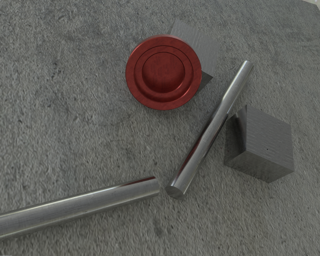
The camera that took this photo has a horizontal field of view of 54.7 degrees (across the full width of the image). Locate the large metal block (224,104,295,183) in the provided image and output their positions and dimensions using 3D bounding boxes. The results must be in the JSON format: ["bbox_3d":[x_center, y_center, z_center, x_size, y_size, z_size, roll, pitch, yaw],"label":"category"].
[{"bbox_3d":[0.144,0.024,0.453,0.080,0.050,0.080,23,53,-15],"label":"large metal block"}]

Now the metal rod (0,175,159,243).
[{"bbox_3d":[-0.134,0.087,0.278,0.303,0.025,0.025,-9,66,-32],"label":"metal rod"}]

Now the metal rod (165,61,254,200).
[{"bbox_3d":[0.087,-0.017,0.462,0.025,0.025,0.301,39,51,-3],"label":"metal rod"}]

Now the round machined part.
[{"bbox_3d":[0.005,-0.076,0.417,0.098,0.097,0.042,26,22,-13],"label":"round machined part"}]

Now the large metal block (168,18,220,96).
[{"bbox_3d":[0.040,-0.109,0.478,0.080,0.050,0.080,26,52,-13],"label":"large metal block"}]
